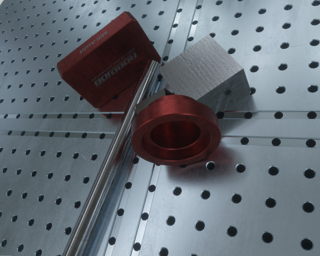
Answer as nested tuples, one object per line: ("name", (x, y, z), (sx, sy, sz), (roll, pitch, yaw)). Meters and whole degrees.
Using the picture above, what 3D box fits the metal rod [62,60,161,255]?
("metal rod", (-0.059, 0.035, 0.415), (0.025, 0.025, 0.300), (7, 65, 31))

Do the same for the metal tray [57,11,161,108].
("metal tray", (-0.073, -0.097, 0.462), (0.130, 0.090, 0.030), (-37, 51, 3))

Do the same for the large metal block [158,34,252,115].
("large metal block", (0.056, -0.061, 0.399), (0.080, 0.050, 0.080), (-34, 52, 5))

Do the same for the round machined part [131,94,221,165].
("round machined part", (0.017, 0.000, 0.352), (0.098, 0.098, 0.042), (-18, 50, 17))

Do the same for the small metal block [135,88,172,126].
("small metal block", (-0.002, -0.017, 0.408), (0.050, 0.025, 0.050), (-28, 57, 29))
